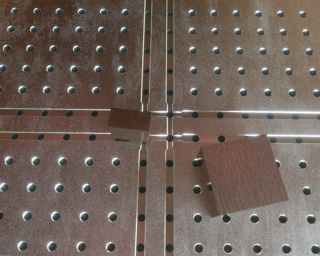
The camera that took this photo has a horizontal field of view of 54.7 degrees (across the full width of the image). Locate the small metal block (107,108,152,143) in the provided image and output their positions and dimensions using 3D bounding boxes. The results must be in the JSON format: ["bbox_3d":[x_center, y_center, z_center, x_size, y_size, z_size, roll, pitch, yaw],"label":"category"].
[{"bbox_3d":[-0.037,-0.002,0.399,0.050,0.050,0.025,7,70,2],"label":"small metal block"}]

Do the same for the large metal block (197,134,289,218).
[{"bbox_3d":[0.096,0.059,0.377,0.081,0.050,0.080,-11,70,-4],"label":"large metal block"}]
